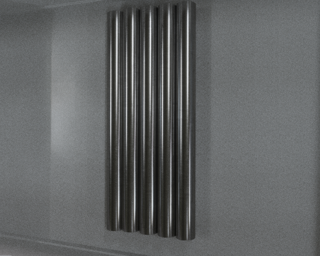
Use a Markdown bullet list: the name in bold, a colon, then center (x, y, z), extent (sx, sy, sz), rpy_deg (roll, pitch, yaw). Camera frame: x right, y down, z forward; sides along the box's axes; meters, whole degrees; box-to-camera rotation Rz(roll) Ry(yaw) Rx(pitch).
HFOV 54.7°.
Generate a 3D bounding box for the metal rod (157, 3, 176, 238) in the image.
- **metal rod**: center (0.010, -0.010, 0.406), extent (0.025, 0.025, 0.298), rpy_deg (0, 90, 20)

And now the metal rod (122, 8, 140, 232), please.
- **metal rod**: center (-0.039, -0.011, 0.423), extent (0.025, 0.025, 0.298), rpy_deg (0, 90, 20)

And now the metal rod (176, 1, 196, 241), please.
- **metal rod**: center (0.033, -0.009, 0.397), extent (0.025, 0.025, 0.298), rpy_deg (0, 90, 20)

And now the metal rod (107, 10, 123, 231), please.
- **metal rod**: center (-0.061, -0.010, 0.431), extent (0.025, 0.025, 0.298), rpy_deg (0, 90, 20)

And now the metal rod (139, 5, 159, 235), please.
- **metal rod**: center (-0.015, -0.010, 0.414), extent (0.025, 0.025, 0.298), rpy_deg (0, 90, 20)
